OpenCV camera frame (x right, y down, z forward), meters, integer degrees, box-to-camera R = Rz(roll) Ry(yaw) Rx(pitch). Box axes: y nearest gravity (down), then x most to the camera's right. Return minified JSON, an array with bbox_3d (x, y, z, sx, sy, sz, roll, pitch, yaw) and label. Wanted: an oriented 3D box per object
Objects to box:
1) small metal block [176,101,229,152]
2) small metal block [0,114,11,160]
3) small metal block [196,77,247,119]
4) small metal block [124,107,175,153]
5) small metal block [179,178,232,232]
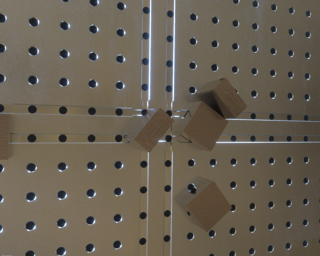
[{"bbox_3d":[0.059,-0.002,0.434,0.050,0.025,0.050,36,79,-17],"label":"small metal block"},{"bbox_3d":[-0.193,0.009,0.341,0.050,0.025,0.050,2,90,-20],"label":"small metal block"},{"bbox_3d":[0.084,-0.039,0.430,0.025,0.050,0.050,-44,104,-15],"label":"small metal block"},{"bbox_3d":[-0.014,0.002,0.394,0.025,0.050,0.050,42,77,-15],"label":"small metal block"},{"bbox_3d":[0.065,0.108,0.436,0.050,0.025,0.050,-39,103,-16],"label":"small metal block"}]
